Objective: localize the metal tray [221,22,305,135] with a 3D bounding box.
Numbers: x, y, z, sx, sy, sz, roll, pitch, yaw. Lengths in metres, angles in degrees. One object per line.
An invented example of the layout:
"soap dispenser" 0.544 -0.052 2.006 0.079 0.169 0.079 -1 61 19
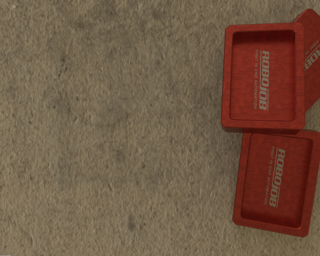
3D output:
"metal tray" 0.122 -0.059 0.372 0.090 0.030 0.129 2 78 14

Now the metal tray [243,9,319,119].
"metal tray" 0.180 -0.078 0.410 0.090 0.030 0.130 43 90 -1

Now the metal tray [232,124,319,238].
"metal tray" 0.145 0.063 0.391 0.090 0.030 0.129 7 97 14
